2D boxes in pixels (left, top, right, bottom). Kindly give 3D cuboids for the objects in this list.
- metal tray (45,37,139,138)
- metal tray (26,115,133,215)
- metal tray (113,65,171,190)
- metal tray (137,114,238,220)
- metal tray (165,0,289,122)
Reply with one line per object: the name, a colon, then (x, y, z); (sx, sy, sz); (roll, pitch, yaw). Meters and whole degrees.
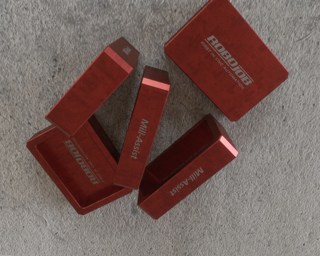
metal tray: (-0.066, -0.051, 0.335); (0.030, 0.130, 0.090); (42, 104, -14)
metal tray: (-0.104, 0.048, 0.424); (0.090, 0.030, 0.130); (-27, 108, 9)
metal tray: (-0.022, -0.003, 0.374); (0.030, 0.090, 0.129); (16, 109, -6)
metal tray: (0.030, 0.046, 0.393); (0.130, 0.090, 0.030); (-41, 105, 13)
metal tray: (0.080, -0.082, 0.379); (0.090, 0.030, 0.130); (-43, 105, 13)
